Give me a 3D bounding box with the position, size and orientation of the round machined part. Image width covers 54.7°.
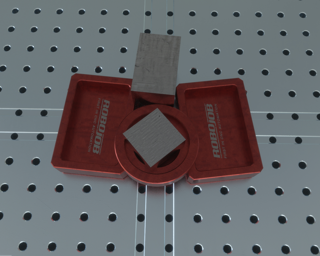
[{"bbox_3d":[-0.004,0.023,0.380,0.099,0.042,0.098,0,70,0],"label":"round machined part"}]

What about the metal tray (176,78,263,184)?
[{"bbox_3d":[0.073,0.002,0.405,0.091,0.030,0.130,-6,70,-3],"label":"metal tray"}]

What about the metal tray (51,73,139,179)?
[{"bbox_3d":[-0.080,-0.004,0.406,0.091,0.030,0.130,6,70,2],"label":"metal tray"}]

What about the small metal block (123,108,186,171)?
[{"bbox_3d":[-0.006,0.014,0.358,0.050,0.025,0.050,-38,74,-13],"label":"small metal block"}]

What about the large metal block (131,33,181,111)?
[{"bbox_3d":[-0.004,-0.063,0.402,0.050,0.080,0.080,6,70,2],"label":"large metal block"}]
